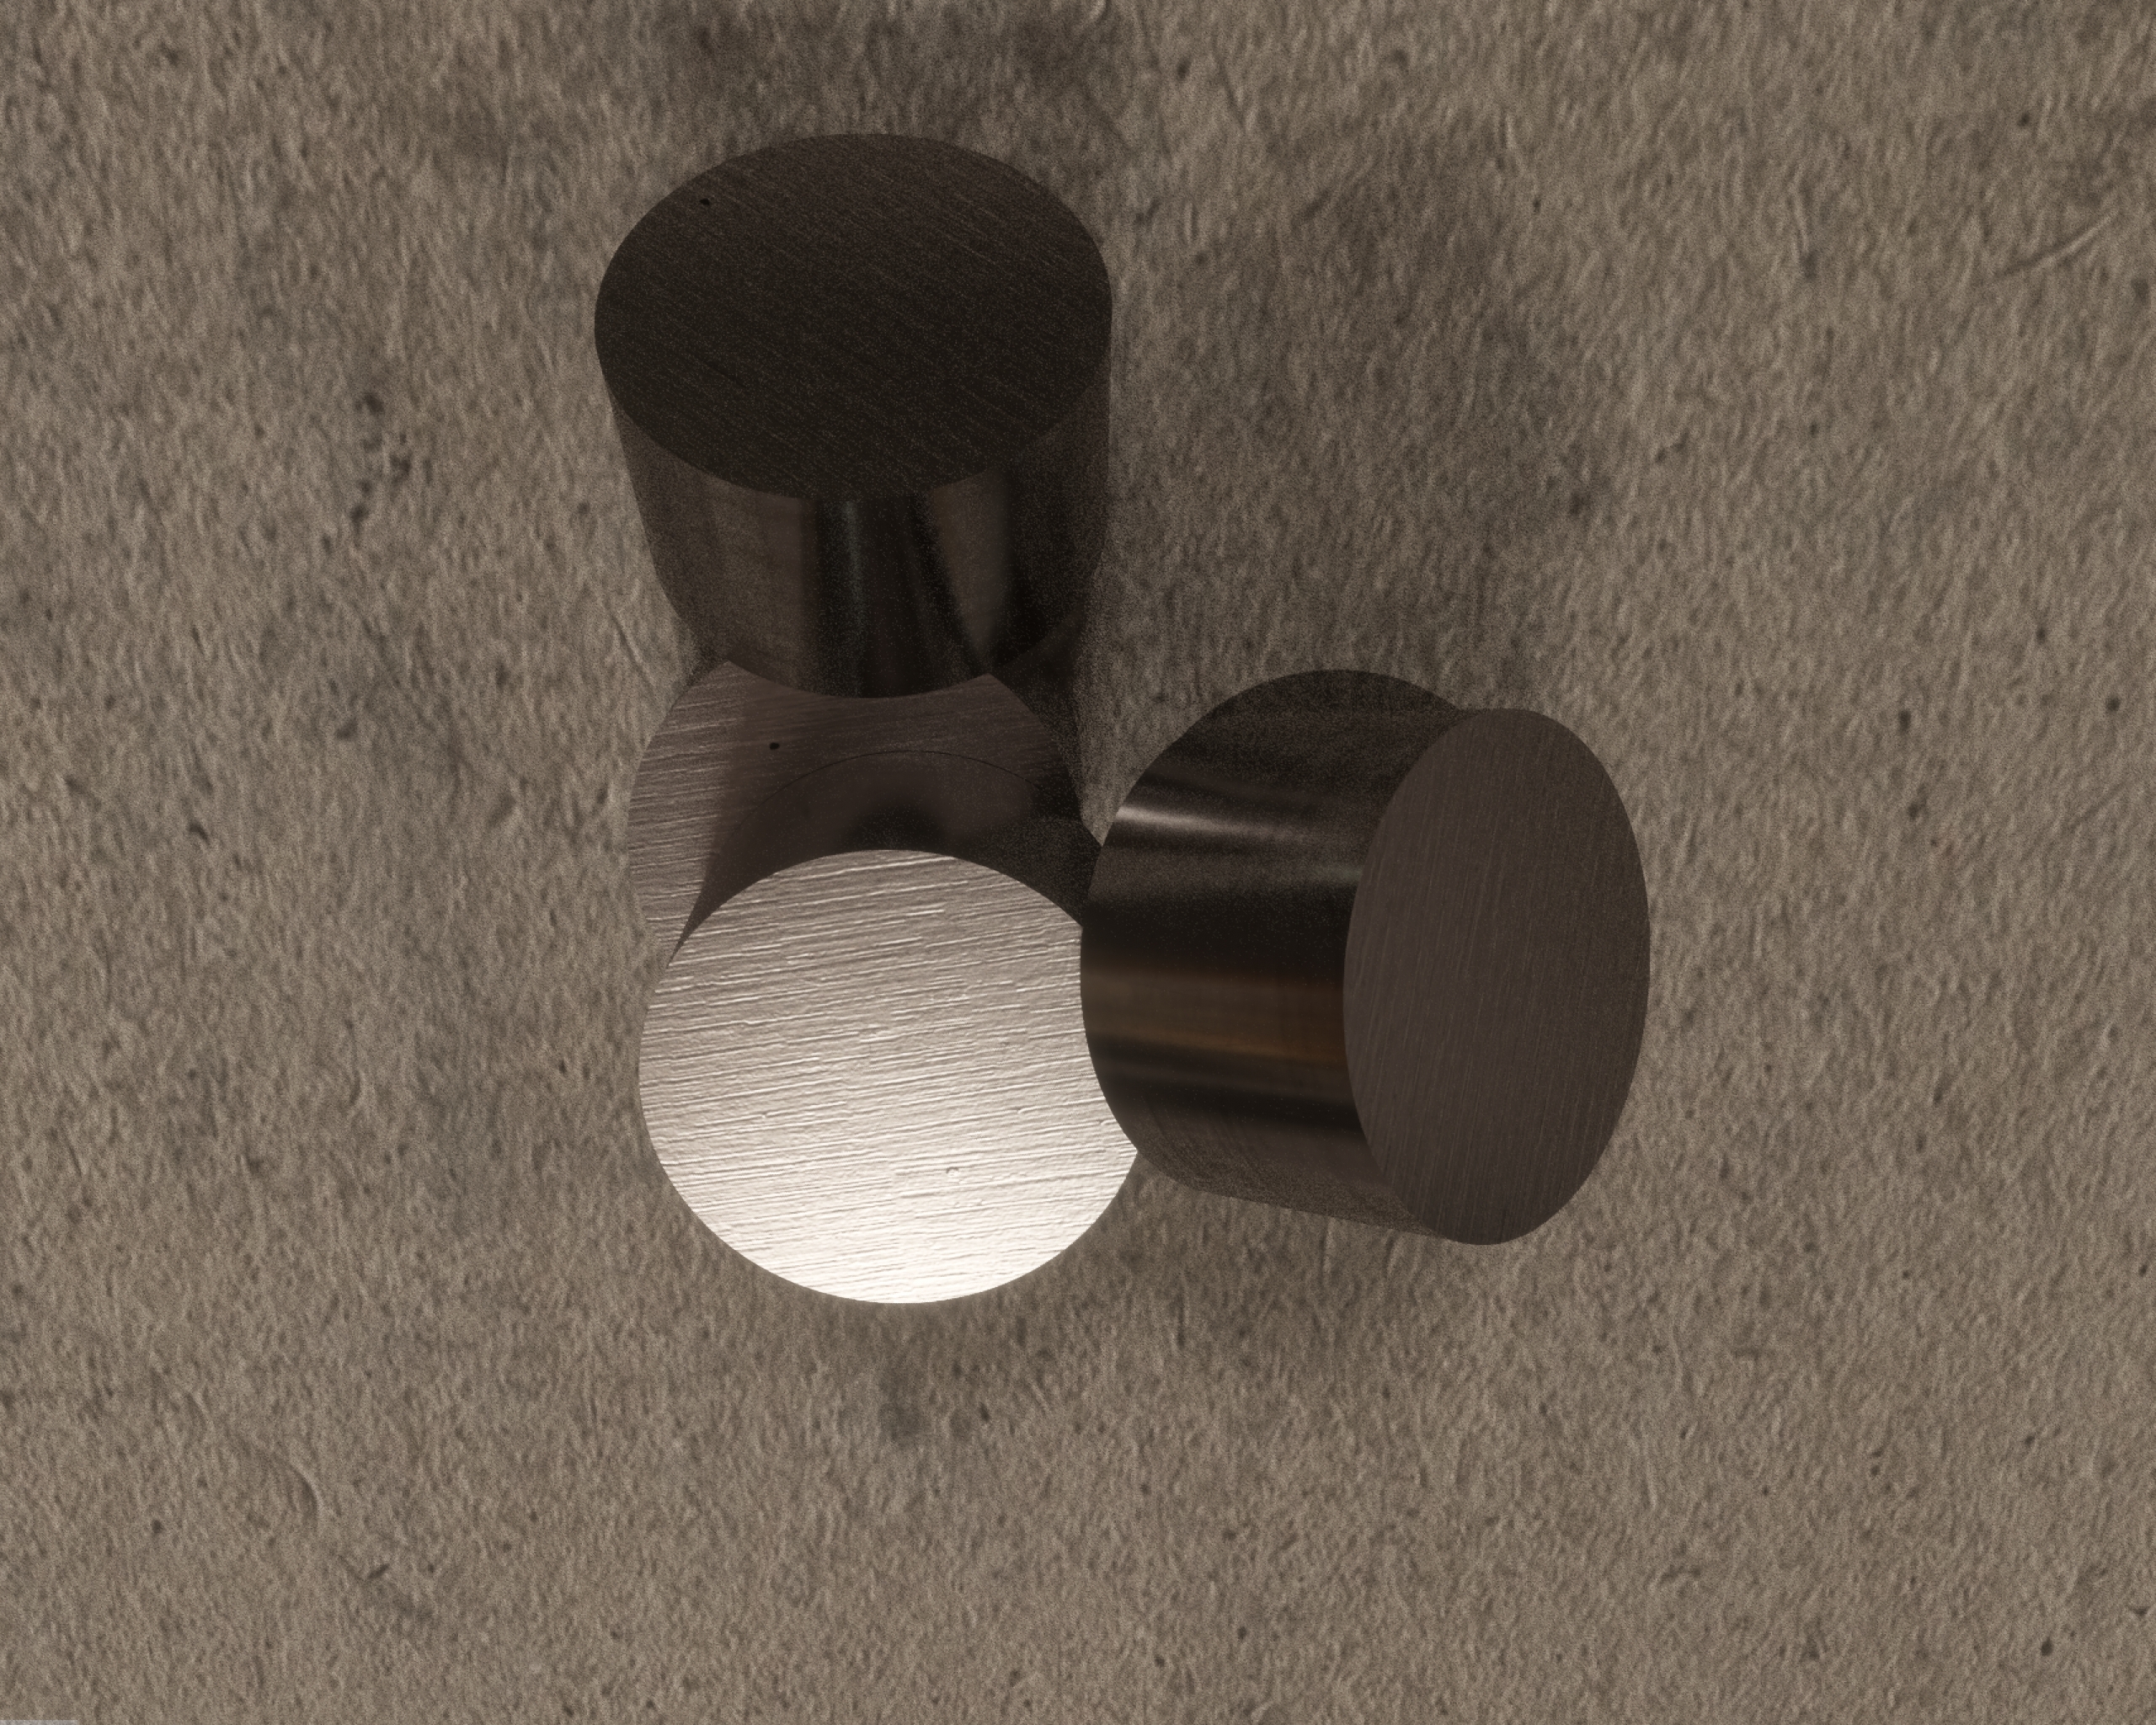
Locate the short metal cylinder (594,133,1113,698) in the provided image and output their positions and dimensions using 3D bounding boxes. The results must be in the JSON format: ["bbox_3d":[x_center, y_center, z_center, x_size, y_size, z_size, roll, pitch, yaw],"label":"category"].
[{"bbox_3d":[-0.035,-0.074,0.347,0.081,0.080,0.050,0,149,-1],"label":"short metal cylinder"}]

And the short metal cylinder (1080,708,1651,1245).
[{"bbox_3d":[0.047,0.016,0.327,0.050,0.081,0.080,3,118,45],"label":"short metal cylinder"}]

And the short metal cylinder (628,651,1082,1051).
[{"bbox_3d":[-0.039,-0.011,0.393,0.081,0.050,0.079,0,110,-1],"label":"short metal cylinder"}]

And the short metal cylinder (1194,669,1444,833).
[{"bbox_3d":[0.051,0.008,0.401,0.081,0.050,0.079,0,110,-1],"label":"short metal cylinder"}]

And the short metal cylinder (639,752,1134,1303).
[{"bbox_3d":[-0.029,0.027,0.353,0.081,0.050,0.079,0,110,-1],"label":"short metal cylinder"}]
